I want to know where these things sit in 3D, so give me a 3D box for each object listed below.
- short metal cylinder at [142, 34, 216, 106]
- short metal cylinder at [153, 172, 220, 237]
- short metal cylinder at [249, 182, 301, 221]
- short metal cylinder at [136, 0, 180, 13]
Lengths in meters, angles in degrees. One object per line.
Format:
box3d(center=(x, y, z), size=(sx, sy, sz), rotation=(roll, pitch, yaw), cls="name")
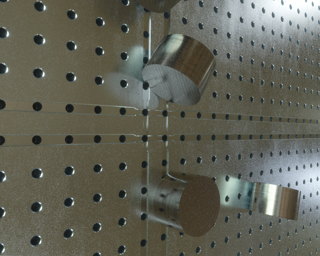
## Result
box3d(center=(0.024, -0.072, 0.396), size=(0.080, 0.080, 0.050), rotation=(42, 64, -32), cls="short metal cylinder")
box3d(center=(0.038, 0.103, 0.427), size=(0.081, 0.050, 0.079), rotation=(0, 90, -40), cls="short metal cylinder")
box3d(center=(0.203, 0.129, 0.547), size=(0.080, 0.080, 0.050), rotation=(21, 77, -39), cls="short metal cylinder")
box3d(center=(0.002, -0.190, 0.376), size=(0.050, 0.080, 0.080), rotation=(-50, 120, -28), cls="short metal cylinder")
